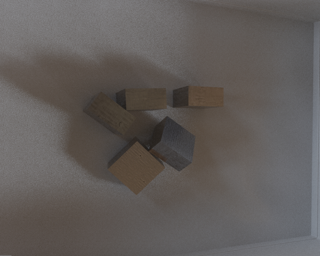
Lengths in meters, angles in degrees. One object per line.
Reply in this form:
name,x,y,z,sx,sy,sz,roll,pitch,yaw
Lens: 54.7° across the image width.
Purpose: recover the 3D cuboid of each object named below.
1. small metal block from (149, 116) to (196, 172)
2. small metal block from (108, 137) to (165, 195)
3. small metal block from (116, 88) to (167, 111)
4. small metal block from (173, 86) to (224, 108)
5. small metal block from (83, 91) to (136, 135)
small metal block,0.017,0.020,0.404,0.050,0.025,0.050,35,38,-17
small metal block,-0.030,0.048,0.393,0.050,0.025,0.050,-44,105,2
small metal block,-0.025,-0.035,0.389,0.050,0.050,0.025,-3,92,-20
small metal block,0.050,-0.040,0.417,0.050,0.050,0.025,0,90,-20
small metal block,-0.063,-0.017,0.375,0.050,0.050,0.025,38,78,-17
